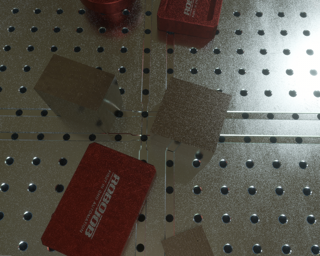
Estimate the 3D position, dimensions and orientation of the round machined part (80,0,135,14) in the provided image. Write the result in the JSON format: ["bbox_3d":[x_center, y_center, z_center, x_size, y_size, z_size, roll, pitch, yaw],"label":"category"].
[{"bbox_3d":[-0.080,-0.218,0.482,0.099,0.042,0.098,0,70,0],"label":"round machined part"}]

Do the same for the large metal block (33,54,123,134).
[{"bbox_3d":[-0.099,-0.040,0.396,0.080,0.080,0.050,20,71,7],"label":"large metal block"}]

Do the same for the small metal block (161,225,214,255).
[{"bbox_3d":[0.033,0.146,0.358,0.050,0.025,0.050,-20,71,-7],"label":"small metal block"}]

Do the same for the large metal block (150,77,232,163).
[{"bbox_3d":[0.039,-0.010,0.402,0.080,0.050,0.080,18,71,6],"label":"large metal block"}]

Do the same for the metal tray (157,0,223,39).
[{"bbox_3d":[0.053,-0.208,0.485,0.090,0.030,0.130,12,70,4],"label":"metal tray"}]

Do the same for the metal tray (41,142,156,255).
[{"bbox_3d":[-0.069,0.093,0.375,0.090,0.030,0.130,21,71,7],"label":"metal tray"}]
